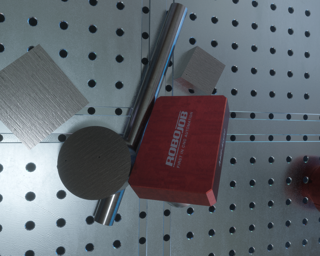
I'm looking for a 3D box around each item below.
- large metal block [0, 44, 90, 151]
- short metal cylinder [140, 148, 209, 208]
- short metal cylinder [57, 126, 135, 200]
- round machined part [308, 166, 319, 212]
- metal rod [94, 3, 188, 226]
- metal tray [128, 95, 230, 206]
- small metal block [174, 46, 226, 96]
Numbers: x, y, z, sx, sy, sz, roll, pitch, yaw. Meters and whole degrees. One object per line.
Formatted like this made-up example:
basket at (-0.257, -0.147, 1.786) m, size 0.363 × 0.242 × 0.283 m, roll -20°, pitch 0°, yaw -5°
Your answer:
large metal block at (-0.140, -0.033, 0.348) m, size 0.080 × 0.050 × 0.080 m, roll -42°, pitch 104°, yaw -15°
short metal cylinder at (0.018, 0.052, 0.386) m, size 0.050 × 0.080 × 0.080 m, roll 37°, pitch 78°, yaw -28°
short metal cylinder at (-0.070, 0.040, 0.358) m, size 0.080 × 0.050 × 0.080 m, roll 0°, pitch 82°, yaw 3°
round machined part at (0.286, 0.098, 0.509) m, size 0.099 × 0.042 × 0.097 m, roll 0°, pitch 90°, yaw -20°
metal rod at (-0.022, -0.023, 0.404) m, size 0.025 × 0.025 × 0.299 m, roll 21°, pitch 83°, yaw -19°
metal tray at (0.026, 0.020, 0.357) m, size 0.030 × 0.090 × 0.130 m, roll 66°, pitch 32°, yaw -48°
small metal block at (0.056, -0.078, 0.433) m, size 0.050 × 0.025 × 0.050 m, roll 30°, pitch 80°, yaw -18°
